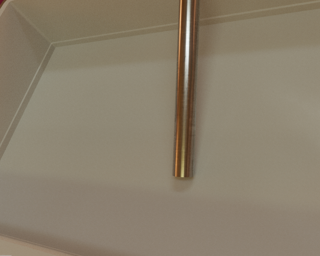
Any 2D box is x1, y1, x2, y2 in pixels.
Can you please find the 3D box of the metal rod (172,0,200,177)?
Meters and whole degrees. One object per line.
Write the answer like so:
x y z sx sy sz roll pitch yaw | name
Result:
0.033 -0.093 0.364 0.025 0.025 0.298 1 88 28 | metal rod
